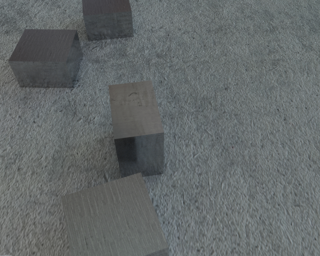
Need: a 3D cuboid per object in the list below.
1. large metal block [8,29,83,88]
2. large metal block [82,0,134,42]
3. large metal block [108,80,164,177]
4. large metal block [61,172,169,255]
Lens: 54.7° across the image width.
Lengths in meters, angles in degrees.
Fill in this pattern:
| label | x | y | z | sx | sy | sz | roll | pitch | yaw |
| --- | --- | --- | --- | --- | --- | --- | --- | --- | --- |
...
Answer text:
| label | x | y | z | sx | sy | sz | roll | pitch | yaw |
| --- | --- | --- | --- | --- | --- | --- | --- | --- | --- |
| large metal block | -0.171 | -0.107 | 0.476 | 0.080 | 0.050 | 0.080 | 1 | 50 | 0 |
| large metal block | -0.094 | -0.204 | 0.558 | 0.081 | 0.050 | 0.080 | -8 | 51 | -7 |
| large metal block | -0.028 | 0.003 | 0.365 | 0.050 | 0.080 | 0.080 | -8 | 51 | -6 |
| large metal block | -0.044 | 0.100 | 0.302 | 0.081 | 0.050 | 0.080 | -15 | 52 | -13 |
